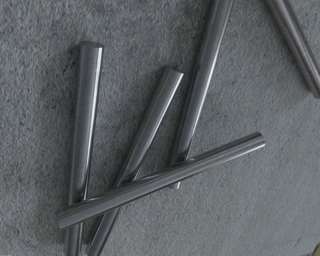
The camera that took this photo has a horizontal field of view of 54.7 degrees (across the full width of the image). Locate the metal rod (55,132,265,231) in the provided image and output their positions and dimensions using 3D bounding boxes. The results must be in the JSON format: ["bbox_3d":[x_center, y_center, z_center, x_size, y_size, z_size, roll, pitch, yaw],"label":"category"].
[{"bbox_3d":[0.013,0.065,0.420,0.302,0.025,0.025,-19,126,-17],"label":"metal rod"}]

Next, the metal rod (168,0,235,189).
[{"bbox_3d":[0.049,-0.046,0.404,0.025,0.025,0.298,-1,119,-28],"label":"metal rod"}]

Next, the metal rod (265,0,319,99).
[{"bbox_3d":[0.179,-0.133,0.421,0.025,0.025,0.301,-47,129,4],"label":"metal rod"}]

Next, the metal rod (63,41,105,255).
[{"bbox_3d":[-0.098,0.045,0.381,0.025,0.025,0.298,-2,120,-27],"label":"metal rod"}]

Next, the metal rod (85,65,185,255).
[{"bbox_3d":[-0.041,0.058,0.419,0.025,0.025,0.298,12,112,-34],"label":"metal rod"}]
